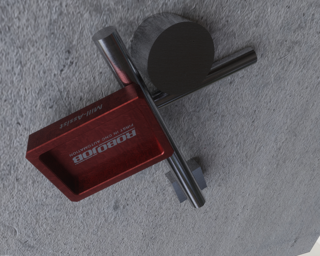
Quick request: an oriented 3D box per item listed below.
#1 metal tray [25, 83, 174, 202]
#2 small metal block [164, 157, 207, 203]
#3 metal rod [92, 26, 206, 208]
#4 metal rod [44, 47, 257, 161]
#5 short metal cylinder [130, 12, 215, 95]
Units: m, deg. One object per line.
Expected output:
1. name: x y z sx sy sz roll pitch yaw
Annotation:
1. metal tray: -0.061 0.019 0.335 0.130 0.030 0.090 -26 129 3
2. small metal block: 0.041 0.082 0.483 0.050 0.025 0.050 -30 129 -10
3. metal rod: 0.003 0.012 0.387 0.025 0.025 0.299 -34 129 -6
4. metal rod: -0.009 -0.032 0.385 0.302 0.025 0.025 -26 128 -12
5. short metal cylinder: 0.013 -0.084 0.348 0.081 0.050 0.079 -14 125 -21
